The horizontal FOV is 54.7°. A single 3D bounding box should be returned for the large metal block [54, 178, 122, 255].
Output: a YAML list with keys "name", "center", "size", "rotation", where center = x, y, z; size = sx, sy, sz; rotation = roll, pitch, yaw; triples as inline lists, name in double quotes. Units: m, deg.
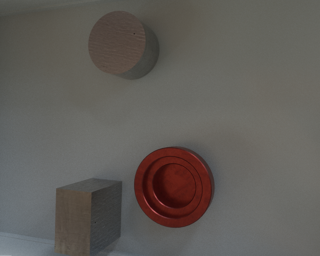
- name: "large metal block"
  center: [-0.092, 0.115, 0.413]
  size: [0.050, 0.080, 0.079]
  rotation: [2, 91, 20]

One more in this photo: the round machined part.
- name: "round machined part"
  center: [0.021, 0.072, 0.394]
  size: [0.098, 0.042, 0.097]
  rotation: [0, 90, 19]

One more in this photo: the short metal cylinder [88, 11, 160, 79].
- name: "short metal cylinder"
  center: [-0.047, -0.108, 0.413]
  size: [0.080, 0.050, 0.079]
  rotation: [0, 90, 19]
